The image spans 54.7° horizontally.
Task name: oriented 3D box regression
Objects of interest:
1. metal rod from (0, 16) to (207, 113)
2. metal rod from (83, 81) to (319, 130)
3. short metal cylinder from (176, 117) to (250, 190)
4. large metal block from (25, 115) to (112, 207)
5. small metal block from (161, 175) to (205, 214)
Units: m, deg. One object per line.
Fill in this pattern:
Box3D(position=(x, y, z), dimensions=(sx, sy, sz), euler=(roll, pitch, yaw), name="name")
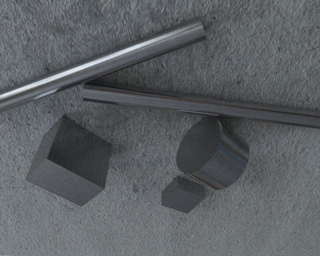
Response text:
Box3D(position=(-0.096, -0.061, 0.353), dimensions=(0.301, 0.025, 0.025), euler=(-17, 128, 13), name="metal rod")
Box3D(position=(0.060, -0.027, 0.384), dimensions=(0.302, 0.025, 0.025), euler=(7, 130, -6), name="metal rod")
Box3D(position=(0.067, 0.033, 0.400), dimensions=(0.050, 0.080, 0.080), euler=(33, 122, -25), name="short metal cylinder")
Box3D(position=(-0.115, 0.043, 0.406), dimensions=(0.080, 0.080, 0.050), euler=(36, 121, -27), name="large metal block")
Box3D(position=(0.037, 0.109, 0.501), dimensions=(0.050, 0.025, 0.050), euler=(23, 126, -19), name="small metal block")
